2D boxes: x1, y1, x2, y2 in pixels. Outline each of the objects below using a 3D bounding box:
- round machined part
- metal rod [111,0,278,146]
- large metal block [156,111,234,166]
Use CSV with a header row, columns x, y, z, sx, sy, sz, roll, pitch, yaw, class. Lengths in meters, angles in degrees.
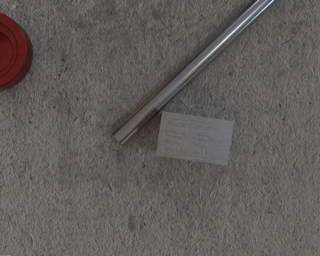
x,y,z,sx,sy,sz,roll,pitch,yaw,class
-0.213,-0.096,0.399,0.099,0.042,0.097,0,90,-1,round machined part
0.053,-0.089,0.410,0.300,0.025,0.025,-43,91,-1,metal rod
0.039,0.011,0.383,0.081,0.080,0.050,8,90,-1,large metal block
